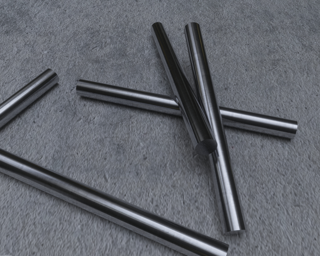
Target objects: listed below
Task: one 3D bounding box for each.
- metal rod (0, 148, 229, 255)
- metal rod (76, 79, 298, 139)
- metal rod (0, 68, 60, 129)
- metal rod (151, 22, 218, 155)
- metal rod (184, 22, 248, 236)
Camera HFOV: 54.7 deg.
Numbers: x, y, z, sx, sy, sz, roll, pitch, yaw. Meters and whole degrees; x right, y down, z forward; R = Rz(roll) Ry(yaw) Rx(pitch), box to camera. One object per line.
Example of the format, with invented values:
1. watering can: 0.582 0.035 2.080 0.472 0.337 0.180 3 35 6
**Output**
1. metal rod: -0.075 0.077 0.337 0.301 0.025 0.025 19 53 15
2. metal rod: 0.029 -0.028 0.426 0.301 0.025 0.025 12 51 10
3. metal rod: -0.242 0.018 0.386 0.025 0.025 0.301 26 54 20
4. metal rod: 0.023 -0.078 0.443 0.025 0.025 0.300 -8 43 -7
5. metal rod: 0.063 -0.022 0.391 0.025 0.025 0.299 -4 59 -4
